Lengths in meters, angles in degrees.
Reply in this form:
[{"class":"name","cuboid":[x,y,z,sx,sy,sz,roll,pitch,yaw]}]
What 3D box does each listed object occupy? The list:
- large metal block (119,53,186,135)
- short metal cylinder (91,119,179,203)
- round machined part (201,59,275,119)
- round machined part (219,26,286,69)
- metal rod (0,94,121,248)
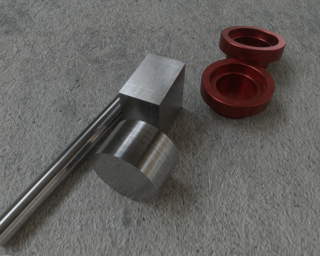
[{"class":"large metal block","cuboid":[-0.007,-0.035,0.397,0.050,0.080,0.080,19,53,15]},{"class":"short metal cylinder","cuboid":[-0.026,0.037,0.337,0.080,0.080,0.050,21,53,17]},{"class":"round machined part","cuboid":[0.106,-0.051,0.436,0.099,0.042,0.098,0,50,0]},{"class":"round machined part","cuboid":[0.142,-0.123,0.489,0.099,0.042,0.098,3,38,-2]},{"class":"metal rod","cuboid":[-0.089,0.012,0.391,0.025,0.025,0.301,24,54,19]}]
